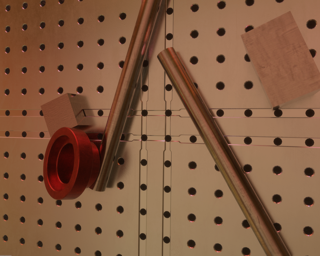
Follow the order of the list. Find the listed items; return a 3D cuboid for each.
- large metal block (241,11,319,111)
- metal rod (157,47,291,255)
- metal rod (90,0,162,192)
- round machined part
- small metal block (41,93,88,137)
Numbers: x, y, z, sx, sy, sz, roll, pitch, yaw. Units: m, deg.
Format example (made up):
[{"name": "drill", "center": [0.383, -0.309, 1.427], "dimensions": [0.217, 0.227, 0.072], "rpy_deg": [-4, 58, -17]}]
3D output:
[{"name": "large metal block", "center": [0.131, -0.066, 0.337], "dimensions": [0.050, 0.080, 0.080], "rpy_deg": [-24, 82, 18]}, {"name": "metal rod", "center": [0.076, 0.031, 0.385], "dimensions": [0.025, 0.025, 0.299], "rpy_deg": [-31, 80, 17]}, {"name": "metal rod", "center": [-0.046, -0.056, 0.427], "dimensions": [0.025, 0.025, 0.298], "rpy_deg": [19, 96, 18]}, {"name": "round machined part", "center": [-0.120, 0.050, 0.431], "dimensions": [0.098, 0.042, 0.098], "rpy_deg": [-11, 74, 44]}, {"name": "small metal block", "center": [-0.143, -0.019, 0.461], "dimensions": [0.050, 0.025, 0.050], "rpy_deg": [-22, 83, 18]}]
